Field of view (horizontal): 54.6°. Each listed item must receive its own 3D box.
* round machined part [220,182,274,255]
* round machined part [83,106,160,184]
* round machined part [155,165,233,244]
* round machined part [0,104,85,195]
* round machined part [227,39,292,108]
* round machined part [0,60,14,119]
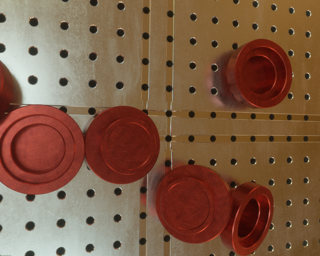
[{"bbox_3d":[0.114,0.122,0.433,0.099,0.042,0.097,-11,106,-40],"label":"round machined part"},{"bbox_3d":[-0.044,0.021,0.383,0.099,0.042,0.097,0,90,-25],"label":"round machined part"},{"bbox_3d":[0.039,0.095,0.389,0.098,0.042,0.098,-3,82,21],"label":"round machined part"},{"bbox_3d":[-0.138,0.023,0.353,0.099,0.042,0.097,0,90,-20],"label":"round machined part"},{"bbox_3d":[0.140,-0.077,0.455,0.099,0.042,0.097,0,90,-20],"label":"round machined part"},{"bbox_3d":[-0.198,-0.033,0.316,0.098,0.042,0.098,-1,70,2],"label":"round machined part"}]
